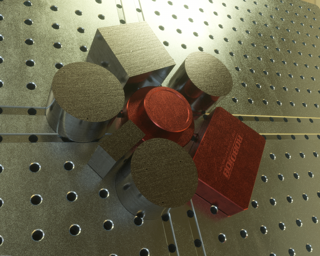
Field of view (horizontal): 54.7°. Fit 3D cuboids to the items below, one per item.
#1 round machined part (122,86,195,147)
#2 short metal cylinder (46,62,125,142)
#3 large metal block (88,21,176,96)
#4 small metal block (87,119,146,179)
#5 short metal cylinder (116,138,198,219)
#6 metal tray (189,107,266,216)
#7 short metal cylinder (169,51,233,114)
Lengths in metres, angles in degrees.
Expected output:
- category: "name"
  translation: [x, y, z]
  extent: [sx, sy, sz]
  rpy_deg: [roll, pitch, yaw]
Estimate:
- category: "round machined part"
  translation: [0.003, -0.016, 0.407]
  extent: [0.099, 0.042, 0.098]
  rpy_deg: [14, 56, -21]
- category: "short metal cylinder"
  translation: [-0.088, -0.030, 0.362]
  extent: [0.081, 0.050, 0.080]
  rpy_deg: [14, 56, -21]
- category: "large metal block"
  translation: [-0.039, -0.096, 0.430]
  extent: [0.081, 0.050, 0.080]
  rpy_deg: [-24, 75, -36]
- category: "small metal block"
  translation: [-0.049, 0.024, 0.350]
  extent: [0.025, 0.050, 0.050]
  rpy_deg: [45, 51, 2]
- category: "short metal cylinder"
  translation: [-0.004, 0.058, 0.353]
  extent: [0.081, 0.050, 0.080]
  rpy_deg: [14, 56, -21]
- category: "metal tray"
  translation: [0.090, 0.041, 0.426]
  extent: [0.090, 0.030, 0.130]
  rpy_deg: [35, 51, -5]
- category: "short metal cylinder"
  translation: [0.061, -0.067, 0.465]
  extent: [0.081, 0.050, 0.080]
  rpy_deg: [14, 56, -21]
